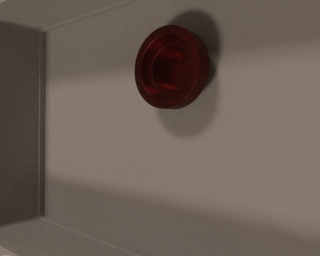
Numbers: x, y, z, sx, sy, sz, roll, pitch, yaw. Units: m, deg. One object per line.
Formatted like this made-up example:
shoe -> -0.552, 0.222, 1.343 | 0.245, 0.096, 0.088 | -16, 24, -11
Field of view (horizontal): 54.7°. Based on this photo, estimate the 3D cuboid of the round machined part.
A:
round machined part -> 0.018, -0.072, 0.379 | 0.098, 0.042, 0.097 | 0, 90, 39
